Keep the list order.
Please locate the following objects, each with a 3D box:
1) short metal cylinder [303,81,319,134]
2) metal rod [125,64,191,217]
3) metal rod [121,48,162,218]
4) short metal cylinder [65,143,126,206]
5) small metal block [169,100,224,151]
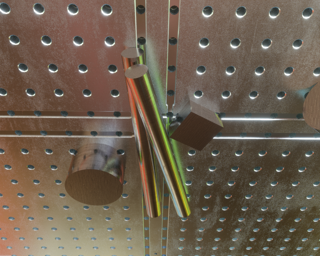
[{"bbox_3d":[0.217,-0.022,0.359,0.050,0.080,0.080,30,124,-23],"label":"short metal cylinder"},{"bbox_3d":[0.008,0.042,0.428,0.025,0.025,0.299,-10,135,8],"label":"metal rod"},{"bbox_3d":[-0.020,0.030,0.437,0.025,0.025,0.298,-3,130,2],"label":"metal rod"},{"bbox_3d":[-0.092,0.069,0.453,0.081,0.050,0.079,-1,130,0],"label":"short metal cylinder"},{"bbox_3d":[0.047,-0.002,0.410,0.050,0.025,0.050,25,126,-20],"label":"small metal block"}]
